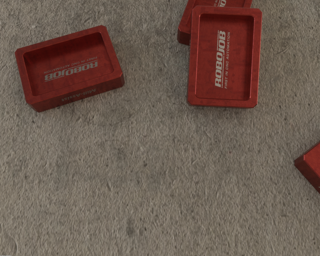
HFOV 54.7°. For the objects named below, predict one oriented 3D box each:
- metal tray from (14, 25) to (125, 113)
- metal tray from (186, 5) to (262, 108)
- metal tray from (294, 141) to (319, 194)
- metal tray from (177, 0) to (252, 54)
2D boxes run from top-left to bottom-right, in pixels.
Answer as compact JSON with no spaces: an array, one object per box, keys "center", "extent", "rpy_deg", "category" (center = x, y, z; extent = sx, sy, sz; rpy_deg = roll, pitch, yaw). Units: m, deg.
[{"center":[-0.125,-0.084,0.435],"extent":[0.131,0.030,0.090],"rpy_deg":[-18,71,-7],"category":"metal tray"},{"center":[0.085,-0.093,0.416],"extent":[0.091,0.030,0.129],"rpy_deg":[3,91,1],"category":"metal tray"},{"center":[0.247,0.065,0.383],"extent":[0.090,0.030,0.130],"rpy_deg":[-34,74,-12],"category":"metal tray"},{"center":[0.088,-0.179,0.471],"extent":[0.090,0.030,0.130],"rpy_deg":[17,71,6],"category":"metal tray"}]
